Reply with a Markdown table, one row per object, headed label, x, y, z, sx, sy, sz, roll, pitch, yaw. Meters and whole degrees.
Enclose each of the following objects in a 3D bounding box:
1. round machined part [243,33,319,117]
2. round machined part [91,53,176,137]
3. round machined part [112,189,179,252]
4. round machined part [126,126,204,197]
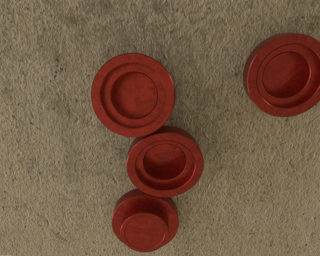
| label | x | y | z | sx | sy | sz | roll | pitch | yaw |
| --- | --- | --- | --- | --- | --- | --- | --- | --- | --- |
| round machined part | 0.150 | -0.066 | 0.378 | 0.099 | 0.042 | 0.097 | 0 | 110 | 0 |
| round machined part | -0.030 | -0.040 | 0.378 | 0.099 | 0.042 | 0.097 | 1 | 97 | 5 |
| round machined part | -0.021 | 0.140 | 0.452 | 0.099 | 0.042 | 0.097 | 0 | 110 | 0 |
| round machined part | 0.006 | 0.041 | 0.412 | 0.099 | 0.042 | 0.097 | -1 | 115 | -2 |
